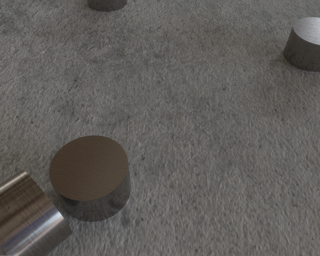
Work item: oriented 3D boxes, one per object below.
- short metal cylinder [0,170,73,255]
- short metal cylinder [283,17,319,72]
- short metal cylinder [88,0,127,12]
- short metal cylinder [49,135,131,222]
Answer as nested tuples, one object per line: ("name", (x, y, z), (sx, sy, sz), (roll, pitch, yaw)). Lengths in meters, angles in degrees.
("short metal cylinder", (-0.129, 0.086, 0.293), (0.080, 0.080, 0.050), (37, 59, 26))
("short metal cylinder", (0.251, -0.137, 0.506), (0.081, 0.050, 0.080), (0, 50, 0))
("short metal cylinder", (-0.107, -0.276, 0.617), (0.081, 0.050, 0.080), (0, 50, 0))
("short metal cylinder", (-0.074, 0.055, 0.340), (0.081, 0.050, 0.080), (0, 50, 0))
